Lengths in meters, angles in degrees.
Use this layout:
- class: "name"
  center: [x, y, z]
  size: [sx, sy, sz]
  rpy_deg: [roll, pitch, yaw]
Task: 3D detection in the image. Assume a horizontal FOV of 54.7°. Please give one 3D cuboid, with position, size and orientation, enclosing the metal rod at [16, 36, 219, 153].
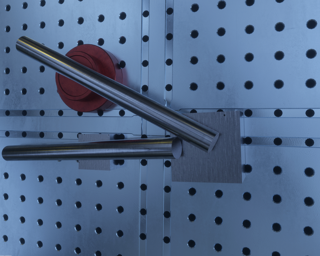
- class: "metal rod"
  center: [-0.067, -0.051, 0.384]
  size: [0.301, 0.025, 0.025]
  rpy_deg: [28, 99, 20]

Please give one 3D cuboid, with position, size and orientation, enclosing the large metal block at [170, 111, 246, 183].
- class: "large metal block"
  center: [0.059, 0.022, 0.375]
  size: [0.080, 0.050, 0.079]
  rpy_deg: [-2, 89, 19]

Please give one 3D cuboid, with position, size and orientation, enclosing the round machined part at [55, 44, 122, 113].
- class: "round machined part"
  center: [-0.107, -0.071, 0.440]
  size: [0.098, 0.042, 0.097]
  rpy_deg: [0, 90, 19]

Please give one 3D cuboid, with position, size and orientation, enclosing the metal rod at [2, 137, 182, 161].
- class: "metal rod"
  center: [-0.111, 0.031, 0.421]
  size: [0.300, 0.025, 0.025]
  rpy_deg: [-4, 89, 30]

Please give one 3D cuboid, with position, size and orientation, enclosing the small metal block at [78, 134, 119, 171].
- class: "small metal block"
  center: [-0.088, 0.033, 0.443]
  size: [0.050, 0.025, 0.050]
  rpy_deg: [0, 90, 19]
